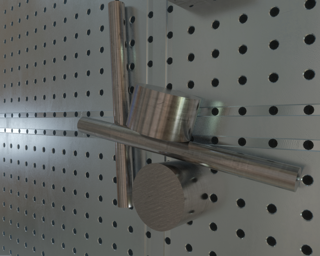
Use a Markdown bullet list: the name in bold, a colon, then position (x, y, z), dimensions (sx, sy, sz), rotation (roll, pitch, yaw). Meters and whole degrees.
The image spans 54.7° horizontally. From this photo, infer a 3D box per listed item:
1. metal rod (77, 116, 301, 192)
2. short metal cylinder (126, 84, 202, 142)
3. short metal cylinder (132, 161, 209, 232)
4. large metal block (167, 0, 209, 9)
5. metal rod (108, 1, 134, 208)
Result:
- **metal rod**: position (0.010, 0.023, 0.380), dimensions (0.300, 0.025, 0.025), rotation (13, 98, 33)
- **short metal cylinder**: position (0.004, -0.020, 0.370), dimensions (0.080, 0.081, 0.050), rotation (23, 104, 38)
- **short metal cylinder**: position (0.012, 0.081, 0.383), dimensions (0.080, 0.050, 0.079), rotation (0, 90, 40)
- **large metal block**: position (0.044, -0.195, 0.356), dimensions (0.080, 0.050, 0.080), rotation (-2, 89, 40)
- **metal rod**: position (-0.057, -0.036, 0.456), dimensions (0.025, 0.025, 0.298), rotation (-5, 87, 40)
